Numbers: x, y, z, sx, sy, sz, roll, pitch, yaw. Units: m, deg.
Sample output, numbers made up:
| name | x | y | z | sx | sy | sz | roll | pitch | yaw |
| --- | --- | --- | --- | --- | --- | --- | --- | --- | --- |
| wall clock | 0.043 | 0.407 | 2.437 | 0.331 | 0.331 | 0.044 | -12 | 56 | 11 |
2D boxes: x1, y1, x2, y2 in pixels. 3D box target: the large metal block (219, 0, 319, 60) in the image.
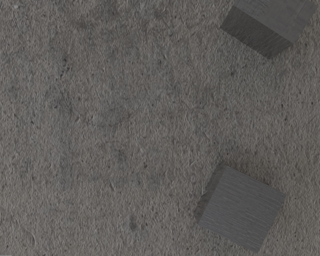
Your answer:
| name | x | y | z | sx | sy | sz | roll | pitch | yaw |
| --- | --- | --- | --- | --- | --- | --- | --- | --- | --- |
| large metal block | 0.129 | -0.136 | 0.383 | 0.080 | 0.080 | 0.050 | 33 | 90 | 0 |

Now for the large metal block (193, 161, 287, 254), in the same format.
| name | x | y | z | sx | sy | sz | roll | pitch | yaw |
| --- | --- | --- | --- | --- | --- | --- | --- | --- | --- |
| large metal block | 0.099 | 0.098 | 0.398 | 0.080 | 0.050 | 0.080 | 26 | 90 | 0 |
